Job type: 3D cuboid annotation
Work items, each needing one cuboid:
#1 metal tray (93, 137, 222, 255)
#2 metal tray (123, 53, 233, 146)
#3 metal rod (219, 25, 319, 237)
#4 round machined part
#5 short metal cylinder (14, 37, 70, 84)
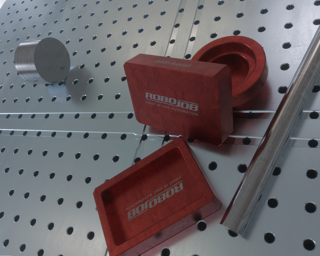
[{"bbox_3d":[-0.008,0.081,0.359,0.130,0.030,0.090,-32,52,7],"label":"metal tray"},{"bbox_3d":[0.021,-0.037,0.375,0.130,0.089,0.030,16,42,34],"label":"metal tray"},{"bbox_3d":[0.146,-0.022,0.345,0.025,0.025,0.300,21,73,35],"label":"metal rod"},{"bbox_3d":[0.086,-0.066,0.392,0.098,0.042,0.098,-13,56,21],"label":"round machined part"},{"bbox_3d":[-0.209,-0.119,0.556,0.050,0.080,0.080,4,64,30],"label":"short metal cylinder"}]
